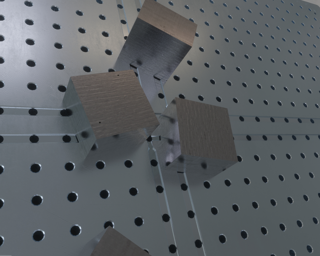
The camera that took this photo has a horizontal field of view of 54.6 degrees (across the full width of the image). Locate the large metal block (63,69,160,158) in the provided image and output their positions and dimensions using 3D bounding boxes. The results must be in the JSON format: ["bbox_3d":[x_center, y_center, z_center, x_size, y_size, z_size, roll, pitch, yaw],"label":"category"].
[{"bbox_3d":[-0.060,-0.019,0.371,0.081,0.050,0.080,-14,69,-34],"label":"large metal block"}]

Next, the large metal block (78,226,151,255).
[{"bbox_3d":[-0.055,0.138,0.258,0.050,0.080,0.080,37,51,-3],"label":"large metal block"}]

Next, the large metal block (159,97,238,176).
[{"bbox_3d":[0.048,0.013,0.409,0.081,0.050,0.080,10,58,-23],"label":"large metal block"}]

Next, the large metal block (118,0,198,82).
[{"bbox_3d":[-0.004,-0.124,0.446,0.080,0.080,0.050,25,53,-13],"label":"large metal block"}]
